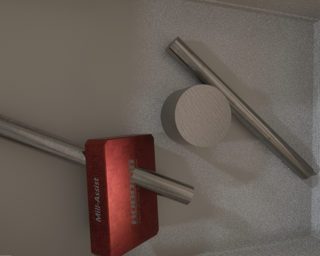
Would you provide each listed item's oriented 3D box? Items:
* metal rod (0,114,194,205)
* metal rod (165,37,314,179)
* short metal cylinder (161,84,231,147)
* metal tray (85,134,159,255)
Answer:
[{"bbox_3d":[-0.100,0.028,0.354,0.302,0.025,0.025,22,83,-12],"label":"metal rod"},{"bbox_3d":[0.126,-0.021,0.458,0.300,0.025,0.025,40,77,-16],"label":"metal rod"},{"bbox_3d":[0.047,-0.016,0.416,0.081,0.050,0.079,0,90,-21],"label":"short metal cylinder"},{"bbox_3d":[-0.042,0.074,0.368,0.091,0.030,0.129,-5,93,-56],"label":"metal tray"}]
